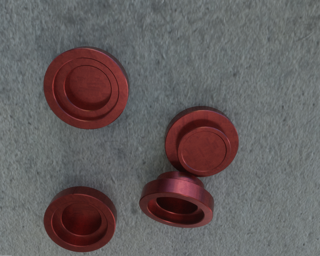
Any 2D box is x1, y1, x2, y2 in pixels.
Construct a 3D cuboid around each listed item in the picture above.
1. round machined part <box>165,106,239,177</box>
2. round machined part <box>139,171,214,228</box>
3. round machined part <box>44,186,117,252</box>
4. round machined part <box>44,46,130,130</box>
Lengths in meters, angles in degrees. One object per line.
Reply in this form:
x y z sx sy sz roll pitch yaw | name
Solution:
0.055 0.023 0.410 0.099 0.042 0.097 0 110 -1 | round machined part
0.024 0.095 0.421 0.099 0.042 0.097 8 140 7 | round machined part
-0.111 0.125 0.445 0.099 0.042 0.097 0 110 -1 | round machined part
-0.087 -0.051 0.381 0.099 0.042 0.097 0 110 -1 | round machined part
